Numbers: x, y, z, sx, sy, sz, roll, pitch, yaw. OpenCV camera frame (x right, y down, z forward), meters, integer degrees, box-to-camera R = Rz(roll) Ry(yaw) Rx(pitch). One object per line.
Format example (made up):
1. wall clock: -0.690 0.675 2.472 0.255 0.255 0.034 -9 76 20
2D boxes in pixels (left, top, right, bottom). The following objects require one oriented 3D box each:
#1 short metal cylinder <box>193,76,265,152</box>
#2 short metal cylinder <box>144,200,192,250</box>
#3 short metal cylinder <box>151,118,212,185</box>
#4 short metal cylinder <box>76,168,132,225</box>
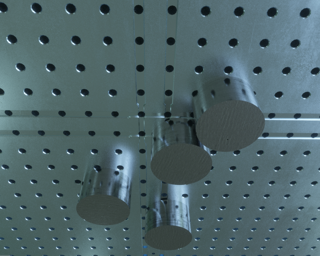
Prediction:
1. short metal cylinder: 0.082 -0.016 0.383 0.081 0.050 0.079 -1 130 0
2. short metal cylinder: 0.014 0.170 0.540 0.081 0.050 0.079 0 130 0
3. short metal cylinder: 0.028 0.033 0.424 0.081 0.050 0.079 0 130 0
4. short metal cylinder: -0.086 0.109 0.487 0.081 0.050 0.079 0 130 0
